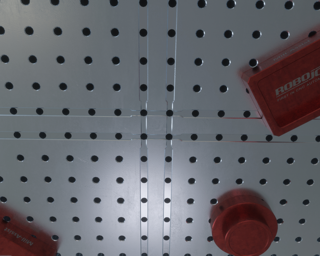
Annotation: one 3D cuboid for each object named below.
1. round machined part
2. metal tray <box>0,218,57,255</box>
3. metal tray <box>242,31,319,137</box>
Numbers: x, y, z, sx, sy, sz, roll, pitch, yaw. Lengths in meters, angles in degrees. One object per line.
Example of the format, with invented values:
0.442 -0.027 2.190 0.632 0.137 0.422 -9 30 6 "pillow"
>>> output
0.127 0.153 0.462 0.099 0.042 0.097 0 110 0 "round machined part"
-0.242 0.198 0.481 0.130 0.030 0.090 37 106 -13 "metal tray"
0.183 -0.058 0.390 0.130 0.030 0.090 -29 108 10 "metal tray"
